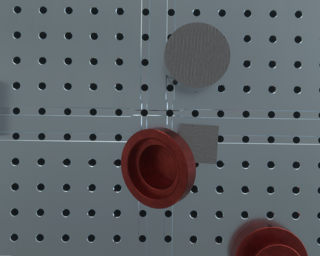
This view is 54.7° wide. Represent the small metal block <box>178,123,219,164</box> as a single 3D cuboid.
[{"bbox_3d":[0.050,0.020,0.414,0.050,0.025,0.050,4,90,0],"label":"small metal block"}]

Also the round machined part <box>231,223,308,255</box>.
[{"bbox_3d":[0.147,0.179,0.406,0.099,0.042,0.097,0,90,0],"label":"round machined part"}]

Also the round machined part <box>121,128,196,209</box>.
[{"bbox_3d":[0.002,0.047,0.390,0.098,0.042,0.097,4,98,33],"label":"round machined part"}]

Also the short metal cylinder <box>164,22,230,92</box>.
[{"bbox_3d":[0.045,-0.089,0.401,0.081,0.050,0.080,0,90,0],"label":"short metal cylinder"}]
